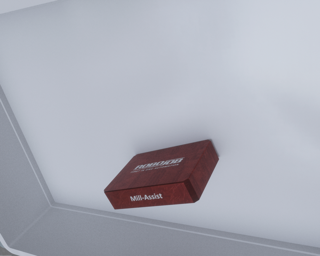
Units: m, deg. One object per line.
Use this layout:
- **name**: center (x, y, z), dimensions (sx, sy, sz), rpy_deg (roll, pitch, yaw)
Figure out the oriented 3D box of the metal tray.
- **metal tray**: center (0.002, 0.061, 0.403), dimensions (0.130, 0.090, 0.030), rpy_deg (-14, 111, 34)
